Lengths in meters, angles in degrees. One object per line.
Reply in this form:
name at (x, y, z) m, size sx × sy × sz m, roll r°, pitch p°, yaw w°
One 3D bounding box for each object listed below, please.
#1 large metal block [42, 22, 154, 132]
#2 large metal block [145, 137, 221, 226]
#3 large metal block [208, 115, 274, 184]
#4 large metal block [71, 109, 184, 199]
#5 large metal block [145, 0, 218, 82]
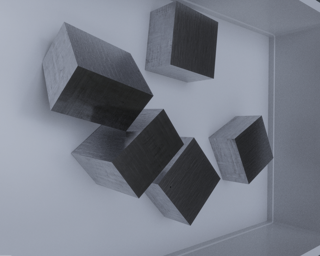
large metal block at (-0.064, -0.050, 0.310) m, size 0.080 × 0.080 × 0.050 m, roll 18°, pitch 122°, yaw -39°
large metal block at (0.025, 0.068, 0.414) m, size 0.080 × 0.050 × 0.080 m, roll -50°, pitch 120°, yaw -29°
large metal block at (0.134, 0.033, 0.506) m, size 0.081 × 0.050 × 0.080 m, roll -34°, pitch 111°, yaw -35°
large metal block at (-0.035, 0.023, 0.341) m, size 0.080 × 0.080 × 0.050 m, roll -47°, pitch 121°, yaw -30°
large metal block at (0.030, -0.111, 0.418) m, size 0.081 × 0.050 × 0.080 m, roll 8°, pitch 85°, yaw -40°
